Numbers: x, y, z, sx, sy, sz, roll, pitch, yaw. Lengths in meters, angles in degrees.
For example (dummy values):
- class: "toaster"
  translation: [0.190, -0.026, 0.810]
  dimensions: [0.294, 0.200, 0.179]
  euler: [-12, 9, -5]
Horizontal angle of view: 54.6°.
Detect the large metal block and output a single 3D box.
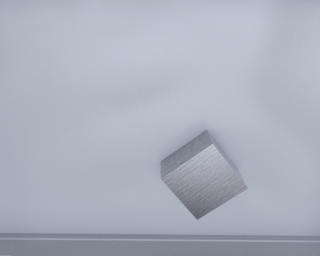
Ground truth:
- class: "large metal block"
  translation: [0.057, 0.063, 0.421]
  dimensions: [0.080, 0.050, 0.080]
  euler: [-36, 106, 12]
